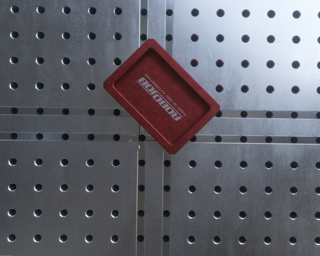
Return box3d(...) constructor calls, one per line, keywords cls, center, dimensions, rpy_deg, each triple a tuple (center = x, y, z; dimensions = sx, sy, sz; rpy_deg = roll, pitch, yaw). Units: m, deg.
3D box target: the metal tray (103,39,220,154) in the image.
box3d(cls="metal tray", center=(0.002, -0.040, 0.410), dimensions=(0.090, 0.030, 0.130), rpy_deg=(-45, 91, 0))
